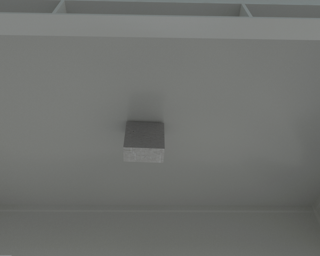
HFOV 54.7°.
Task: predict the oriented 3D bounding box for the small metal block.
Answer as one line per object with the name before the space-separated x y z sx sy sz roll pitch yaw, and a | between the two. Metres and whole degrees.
small metal block | -0.020 0.018 0.403 0.050 0.050 0.025 2 130 -3
